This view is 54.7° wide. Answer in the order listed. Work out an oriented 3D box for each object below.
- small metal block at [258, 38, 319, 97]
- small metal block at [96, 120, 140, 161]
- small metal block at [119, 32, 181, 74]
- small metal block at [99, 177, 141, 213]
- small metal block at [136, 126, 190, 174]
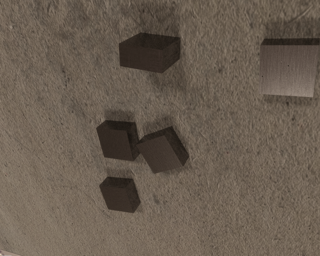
[{"bbox_3d":[0.126,-0.060,0.303,0.050,0.025,0.050,7,122,24],"label":"small metal block"},{"bbox_3d":[-0.059,0.018,0.447,0.050,0.025,0.050,5,121,25],"label":"small metal block"},{"bbox_3d":[-0.010,-0.085,0.343,0.050,0.050,0.025,14,124,20],"label":"small metal block"},{"bbox_3d":[-0.065,0.109,0.507,0.050,0.025,0.050,0,119,28],"label":"small metal block"},{"bbox_3d":[0.004,0.031,0.423,0.050,0.025,0.050,-20,108,35],"label":"small metal block"}]
